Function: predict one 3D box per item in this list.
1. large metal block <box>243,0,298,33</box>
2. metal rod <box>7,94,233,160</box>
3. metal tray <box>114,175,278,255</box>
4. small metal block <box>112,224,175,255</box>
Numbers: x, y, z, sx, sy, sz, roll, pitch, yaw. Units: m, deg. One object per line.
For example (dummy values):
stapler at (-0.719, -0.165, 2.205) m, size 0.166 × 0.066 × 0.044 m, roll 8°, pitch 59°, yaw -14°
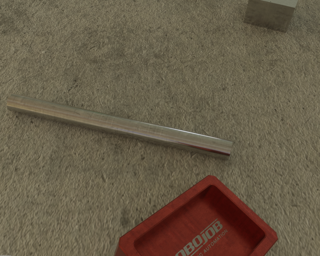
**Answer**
large metal block at (0.213, -0.231, 0.584) m, size 0.080 × 0.050 × 0.080 m, roll 20°, pitch 53°, yaw 16°
metal rod at (-0.059, -0.004, 0.405) m, size 0.301 × 0.025 × 0.025 m, roll 12°, pitch 51°, yaw 9°
metal tray at (0.036, 0.108, 0.284) m, size 0.131 × 0.030 × 0.090 m, roll -25°, pitch 58°, yaw -39°
small metal block at (-0.012, 0.128, 0.296) m, size 0.050 × 0.025 × 0.050 m, roll -21°, pitch 53°, yaw -17°
